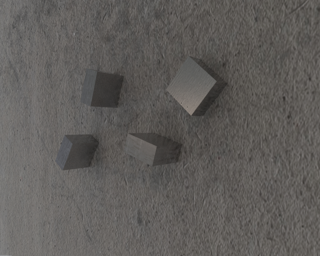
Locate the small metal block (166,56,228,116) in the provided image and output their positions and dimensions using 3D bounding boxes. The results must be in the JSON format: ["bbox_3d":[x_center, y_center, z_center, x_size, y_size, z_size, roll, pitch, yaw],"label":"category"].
[{"bbox_3d":[0.043,-0.049,0.370,0.050,0.025,0.050,50,119,28],"label":"small metal block"}]

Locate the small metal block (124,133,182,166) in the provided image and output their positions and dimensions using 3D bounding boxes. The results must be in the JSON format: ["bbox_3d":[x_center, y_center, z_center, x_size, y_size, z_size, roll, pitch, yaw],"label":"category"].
[{"bbox_3d":[-0.009,0.026,0.396,0.050,0.050,0.025,22,104,38],"label":"small metal block"}]

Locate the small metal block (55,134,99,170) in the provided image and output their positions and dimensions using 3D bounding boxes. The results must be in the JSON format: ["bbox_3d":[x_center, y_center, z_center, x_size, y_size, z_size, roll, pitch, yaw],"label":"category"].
[{"bbox_3d":[-0.133,0.038,0.499,0.025,0.050,0.050,39,114,33],"label":"small metal block"}]

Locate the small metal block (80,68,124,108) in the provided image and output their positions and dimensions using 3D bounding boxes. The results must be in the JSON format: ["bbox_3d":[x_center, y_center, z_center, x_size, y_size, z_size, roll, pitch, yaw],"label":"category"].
[{"bbox_3d":[-0.085,-0.058,0.459,0.025,0.050,0.050,22,104,38],"label":"small metal block"}]
